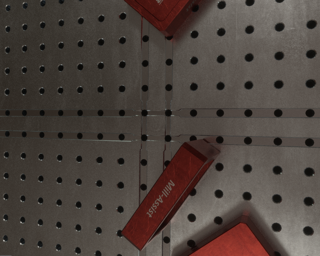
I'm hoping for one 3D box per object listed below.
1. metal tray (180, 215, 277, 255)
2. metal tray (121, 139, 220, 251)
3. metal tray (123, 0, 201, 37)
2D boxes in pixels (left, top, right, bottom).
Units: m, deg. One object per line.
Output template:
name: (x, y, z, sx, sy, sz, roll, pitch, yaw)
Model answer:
metal tray: (0.079, 0.181, 0.382, 0.130, 0.030, 0.090, -39, 78, 15)
metal tray: (0.016, 0.075, 0.371, 0.030, 0.090, 0.129, 37, 102, 16)
metal tray: (0.018, -0.198, 0.402, 0.090, 0.030, 0.130, 44, 103, 14)
